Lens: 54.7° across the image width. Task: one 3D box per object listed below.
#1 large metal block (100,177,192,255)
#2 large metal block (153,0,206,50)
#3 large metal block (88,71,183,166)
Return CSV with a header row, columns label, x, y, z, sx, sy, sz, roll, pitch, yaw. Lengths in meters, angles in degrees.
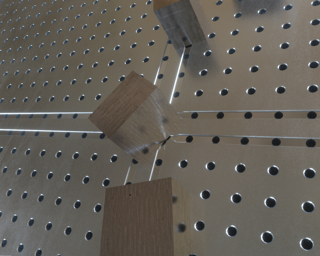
label,x,y,z,sx,sy,sz,roll,pitch,yaw
large metal block,-0.014,0.105,0.334,0.080,0.050,0.080,-13,56,20
large metal block,0.030,-0.181,0.467,0.050,0.080,0.080,-14,56,20
large metal block,-0.028,-0.011,0.393,0.080,0.080,0.050,-48,52,-6
